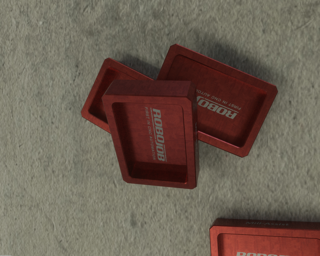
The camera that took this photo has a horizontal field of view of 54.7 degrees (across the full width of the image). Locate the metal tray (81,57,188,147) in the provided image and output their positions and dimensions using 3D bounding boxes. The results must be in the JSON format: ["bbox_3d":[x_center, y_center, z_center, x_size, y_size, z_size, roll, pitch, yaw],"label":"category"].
[{"bbox_3d":[-0.033,-0.027,0.416,0.130,0.030,0.090,29,99,17],"label":"metal tray"}]

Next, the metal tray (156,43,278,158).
[{"bbox_3d":[0.056,-0.031,0.362,0.131,0.030,0.089,22,98,-3],"label":"metal tray"}]

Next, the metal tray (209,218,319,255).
[{"bbox_3d":[0.127,0.156,0.361,0.130,0.030,0.089,-3,89,19],"label":"metal tray"}]

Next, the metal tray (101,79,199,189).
[{"bbox_3d":[-0.005,0.011,0.343,0.090,0.030,0.129,3,129,13],"label":"metal tray"}]
